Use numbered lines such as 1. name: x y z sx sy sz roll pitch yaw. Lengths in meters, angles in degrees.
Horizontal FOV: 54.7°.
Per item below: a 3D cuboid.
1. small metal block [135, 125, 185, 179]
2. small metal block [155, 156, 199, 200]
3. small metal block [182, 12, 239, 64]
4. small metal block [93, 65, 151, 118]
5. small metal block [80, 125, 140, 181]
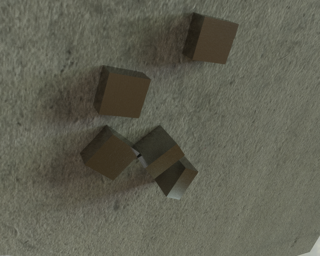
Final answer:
1. small metal block: -0.004 0.030 0.409 0.050 0.050 0.025 -37 130 -3
2. small metal block: 0.020 0.066 0.444 0.025 0.050 0.050 22 107 -37
3. small metal block: 0.061 -0.108 0.375 0.050 0.025 0.050 1 118 -29
4. small metal block: -0.044 -0.041 0.358 0.050 0.025 0.050 5 116 -31
5. small metal block: -0.063 0.032 0.393 0.050 0.025 0.050 -46 130 4
